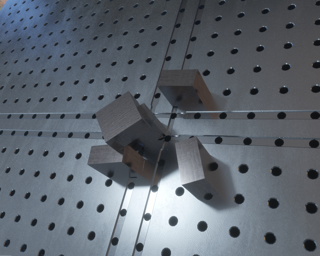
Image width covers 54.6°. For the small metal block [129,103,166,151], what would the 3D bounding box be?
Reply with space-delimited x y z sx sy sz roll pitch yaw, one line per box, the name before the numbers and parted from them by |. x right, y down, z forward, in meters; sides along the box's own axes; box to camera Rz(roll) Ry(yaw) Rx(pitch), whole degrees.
small metal block | -0.028 0.001 0.407 0.050 0.050 0.025 -28 52 10

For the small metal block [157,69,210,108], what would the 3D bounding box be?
small metal block | 0.032 -0.051 0.408 0.050 0.050 0.025 5 64 30

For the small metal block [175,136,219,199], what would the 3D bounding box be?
small metal block | 0.041 0.045 0.344 0.025 0.050 0.050 -19 54 17

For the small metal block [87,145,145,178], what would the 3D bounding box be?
small metal block | -0.055 0.043 0.396 0.050 0.050 0.025 -7 59 25

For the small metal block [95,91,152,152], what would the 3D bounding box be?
small metal block | -0.045 -0.008 0.374 0.050 0.025 0.050 -33 51 6
